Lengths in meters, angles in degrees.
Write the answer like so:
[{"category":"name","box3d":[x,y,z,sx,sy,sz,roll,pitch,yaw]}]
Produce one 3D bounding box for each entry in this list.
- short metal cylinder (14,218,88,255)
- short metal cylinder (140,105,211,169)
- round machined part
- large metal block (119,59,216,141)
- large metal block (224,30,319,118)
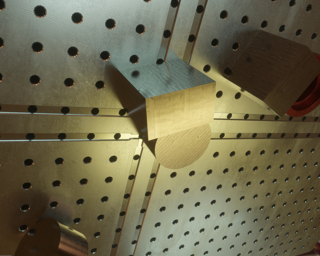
[{"category":"short metal cylinder","box3d":[-0.141,0.165,0.401,0.080,0.080,0.050,-42,129,0]},{"category":"short metal cylinder","box3d":[0.020,0.007,0.410,0.081,0.050,0.079,-14,124,-21]},{"category":"round machined part","box3d":[0.211,-0.069,0.473,0.099,0.042,0.097,-14,124,-21]},{"category":"large metal block","box3d":[0.007,-0.037,0.356,0.081,0.080,0.050,-16,125,-20]},{"category":"large metal block","box3d":[0.148,-0.073,0.411,0.050,0.080,0.080,30,102,-38]}]
